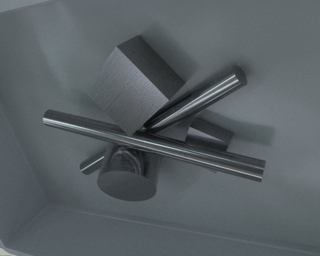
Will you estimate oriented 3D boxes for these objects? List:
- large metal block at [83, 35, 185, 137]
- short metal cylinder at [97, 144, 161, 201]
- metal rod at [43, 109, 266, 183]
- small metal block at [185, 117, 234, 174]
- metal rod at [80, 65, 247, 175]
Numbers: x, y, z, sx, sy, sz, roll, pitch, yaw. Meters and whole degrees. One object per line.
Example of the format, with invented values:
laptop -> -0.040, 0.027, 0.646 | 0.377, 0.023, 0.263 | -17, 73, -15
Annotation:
large metal block -> -0.031, -0.050, 0.374 | 0.080, 0.050, 0.080 | 46, 129, -4
short metal cylinder -> -0.042, 0.060, 0.430 | 0.080, 0.050, 0.080 | 5, 140, 5
metal rod -> -0.023, 0.017, 0.395 | 0.301, 0.025, 0.025 | 13, 124, 20
small metal block -> 0.058, 0.022, 0.387 | 0.050, 0.025, 0.050 | 24, 127, 13
metal rod -> -0.018, 0.005, 0.417 | 0.299, 0.025, 0.025 | -31, 102, 37
